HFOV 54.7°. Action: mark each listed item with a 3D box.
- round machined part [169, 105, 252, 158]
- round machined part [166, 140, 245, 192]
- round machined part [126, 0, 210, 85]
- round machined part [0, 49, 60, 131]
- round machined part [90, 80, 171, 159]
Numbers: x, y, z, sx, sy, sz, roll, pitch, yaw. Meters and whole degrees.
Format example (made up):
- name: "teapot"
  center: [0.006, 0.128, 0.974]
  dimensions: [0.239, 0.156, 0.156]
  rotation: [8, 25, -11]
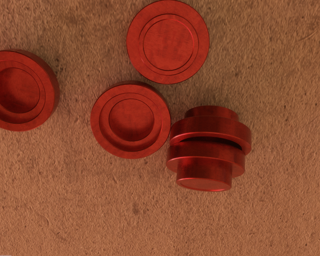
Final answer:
- name: "round machined part"
  center: [0.063, 0.005, 0.385]
  dimensions: [0.099, 0.098, 0.042]
  rotation: [9, 67, -4]
- name: "round machined part"
  center: [0.056, 0.053, 0.390]
  dimensions: [0.099, 0.098, 0.042]
  rotation: [9, 67, -4]
- name: "round machined part"
  center: [0.010, -0.099, 0.364]
  dimensions: [0.099, 0.042, 0.097]
  rotation: [0, 110, 0]
- name: "round machined part"
  center: [-0.173, -0.048, 0.381]
  dimensions: [0.099, 0.042, 0.097]
  rotation: [0, 110, 0]
- name: "round machined part"
  center: [-0.035, -0.013, 0.395]
  dimensions: [0.099, 0.042, 0.097]
  rotation: [0, 110, 0]
